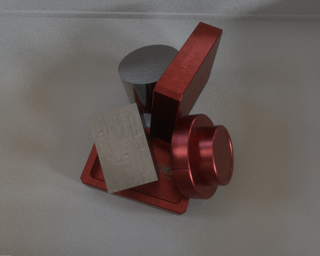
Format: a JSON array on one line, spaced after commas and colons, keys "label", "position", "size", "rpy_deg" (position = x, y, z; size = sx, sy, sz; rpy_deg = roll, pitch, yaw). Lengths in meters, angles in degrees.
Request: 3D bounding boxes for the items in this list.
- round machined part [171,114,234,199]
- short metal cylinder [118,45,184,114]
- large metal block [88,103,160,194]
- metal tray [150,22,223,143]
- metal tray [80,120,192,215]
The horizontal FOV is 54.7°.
[{"label": "round machined part", "position": [0.054, 0.032, 0.355], "size": [0.042, 0.098, 0.098], "rpy_deg": [-6, 67, 30]}, {"label": "short metal cylinder", "position": [-0.008, -0.064, 0.402], "size": [0.080, 0.050, 0.080], "rpy_deg": [-7, 47, 8]}, {"label": "large metal block", "position": [-0.036, 0.022, 0.346], "size": [0.050, 0.080, 0.080], "rpy_deg": [-16, 87, 0]}, {"label": "metal tray", "position": [0.032, -0.056, 0.378], "size": [0.030, 0.089, 0.130], "rpy_deg": [24, 56, 11]}, {"label": "metal tray", "position": [-0.020, 0.046, 0.387], "size": [0.131, 0.030, 0.090], "rpy_deg": [16, 71, 6]}]
